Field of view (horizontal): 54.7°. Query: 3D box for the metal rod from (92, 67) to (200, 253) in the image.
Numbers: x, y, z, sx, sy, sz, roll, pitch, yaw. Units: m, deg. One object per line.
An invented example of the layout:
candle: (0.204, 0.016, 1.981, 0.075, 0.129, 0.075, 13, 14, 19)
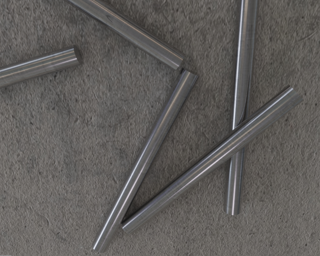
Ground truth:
metal rod: (-0.027, 0.056, 0.429, 0.025, 0.025, 0.298, 25, 108, -9)

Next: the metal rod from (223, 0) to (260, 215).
metal rod: (0.104, -0.019, 0.403, 0.025, 0.025, 0.298, -1, 110, 0)

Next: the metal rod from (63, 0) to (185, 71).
metal rod: (-0.103, -0.155, 0.351, 0.301, 0.025, 0.025, 31, 107, -11)

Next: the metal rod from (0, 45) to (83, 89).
metal rod: (-0.244, -0.050, 0.389, 0.301, 0.025, 0.025, -15, 110, 5)

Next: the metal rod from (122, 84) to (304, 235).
metal rod: (0.055, 0.054, 0.410, 0.025, 0.025, 0.299, 42, 112, -14)
